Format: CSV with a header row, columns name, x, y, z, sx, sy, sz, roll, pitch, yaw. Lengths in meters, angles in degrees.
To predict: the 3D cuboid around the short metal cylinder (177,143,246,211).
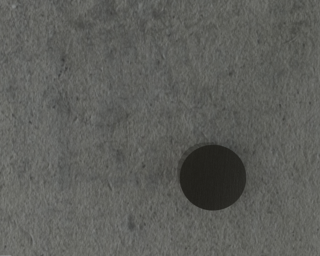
name,x,y,z,sx,sy,sz,roll,pitch,yaw
short metal cylinder,0.064,0.060,0.398,0.081,0.050,0.079,0,90,-1
